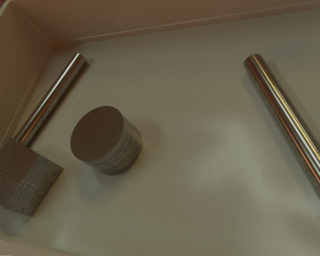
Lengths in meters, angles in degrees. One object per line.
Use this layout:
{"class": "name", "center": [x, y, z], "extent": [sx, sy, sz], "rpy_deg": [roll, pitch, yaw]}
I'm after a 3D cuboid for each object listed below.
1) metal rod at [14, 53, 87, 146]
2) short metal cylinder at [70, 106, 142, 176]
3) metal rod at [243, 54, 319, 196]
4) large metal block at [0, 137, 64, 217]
{"class": "metal rod", "center": [-0.214, -0.001, 0.516], "extent": [0.025, 0.025, 0.300], "rpy_deg": [20, 72, 35]}
{"class": "short metal cylinder", "center": [-0.071, 0.017, 0.415], "extent": [0.080, 0.050, 0.080], "rpy_deg": [-13, 56, 20]}
{"class": "metal rod", "center": [0.152, 0.031, 0.306], "extent": [0.025, 0.025, 0.299], "rpy_deg": [-25, 53, 12]}
{"class": "large metal block", "center": [-0.203, 0.070, 0.451], "extent": [0.080, 0.050, 0.080], "rpy_deg": [21, 73, 35]}
